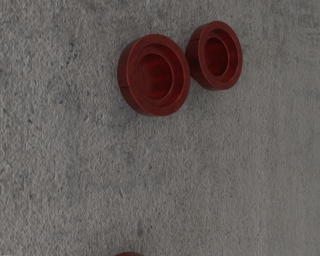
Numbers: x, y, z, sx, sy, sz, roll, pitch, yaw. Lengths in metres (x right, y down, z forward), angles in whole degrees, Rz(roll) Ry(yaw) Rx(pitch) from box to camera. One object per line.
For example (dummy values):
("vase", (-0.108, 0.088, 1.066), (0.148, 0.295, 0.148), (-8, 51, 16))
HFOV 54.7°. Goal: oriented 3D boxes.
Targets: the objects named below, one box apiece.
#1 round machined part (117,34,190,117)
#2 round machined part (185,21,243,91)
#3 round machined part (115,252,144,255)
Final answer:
("round machined part", (-0.012, -0.063, 0.383), (0.099, 0.042, 0.097), (0, 90, -40))
("round machined part", (0.075, -0.103, 0.456), (0.099, 0.042, 0.097), (0, 90, -40))
("round machined part", (-0.046, 0.192, 0.356), (0.099, 0.042, 0.097), (0, 90, -40))
